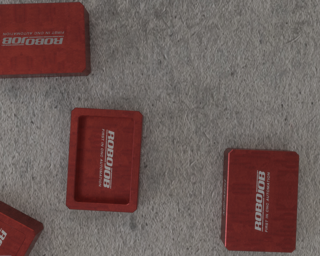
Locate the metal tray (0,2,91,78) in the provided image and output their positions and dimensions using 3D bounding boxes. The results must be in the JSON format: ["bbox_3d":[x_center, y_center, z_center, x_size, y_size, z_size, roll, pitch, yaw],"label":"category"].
[{"bbox_3d":[-0.160,-0.113,0.406,0.131,0.030,0.089,-2,90,0],"label":"metal tray"}]

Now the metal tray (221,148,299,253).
[{"bbox_3d":[0.130,0.093,0.408,0.091,0.030,0.129,2,90,0],"label":"metal tray"}]

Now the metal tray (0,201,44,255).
[{"bbox_3d":[-0.226,0.167,0.405,0.090,0.030,0.130,29,90,0],"label":"metal tray"}]

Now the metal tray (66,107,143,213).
[{"bbox_3d":[-0.071,0.041,0.406,0.091,0.030,0.129,3,90,0],"label":"metal tray"}]
